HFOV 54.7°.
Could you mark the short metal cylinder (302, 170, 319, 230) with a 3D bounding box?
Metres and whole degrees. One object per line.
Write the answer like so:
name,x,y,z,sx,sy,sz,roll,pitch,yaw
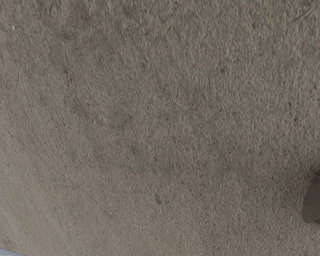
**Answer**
short metal cylinder,0.190,0.074,0.317,0.050,0.080,0.079,27,128,11
